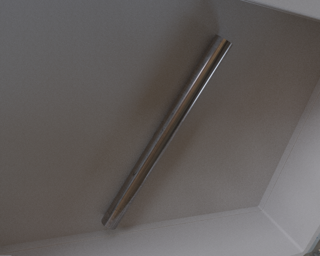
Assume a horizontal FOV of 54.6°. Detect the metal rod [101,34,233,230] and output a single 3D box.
[{"bbox_3d":[0.002,0.015,0.415,0.025,0.025,0.299,22,107,-36],"label":"metal rod"}]
